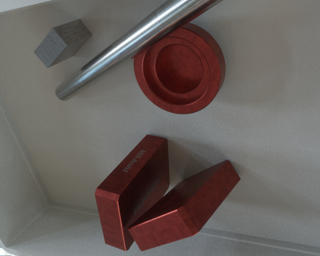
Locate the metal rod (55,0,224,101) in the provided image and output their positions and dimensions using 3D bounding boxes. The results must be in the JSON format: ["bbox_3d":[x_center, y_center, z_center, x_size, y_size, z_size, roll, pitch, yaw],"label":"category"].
[{"bbox_3d":[-0.046,-0.080,0.336,0.299,0.025,0.025,-17,110,49],"label":"metal rod"}]

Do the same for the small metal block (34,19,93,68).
[{"bbox_3d":[-0.121,-0.106,0.389,0.050,0.050,0.025,-31,101,38],"label":"small metal block"}]

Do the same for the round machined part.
[{"bbox_3d":[0.024,-0.068,0.342,0.098,0.042,0.097,13,124,20],"label":"round machined part"}]

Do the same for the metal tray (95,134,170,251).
[{"bbox_3d":[-0.028,0.078,0.403,0.030,0.131,0.089,11,123,23],"label":"metal tray"}]

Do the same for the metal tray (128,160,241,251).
[{"bbox_3d":[0.033,0.090,0.376,0.090,0.131,0.030,-33,87,38],"label":"metal tray"}]
